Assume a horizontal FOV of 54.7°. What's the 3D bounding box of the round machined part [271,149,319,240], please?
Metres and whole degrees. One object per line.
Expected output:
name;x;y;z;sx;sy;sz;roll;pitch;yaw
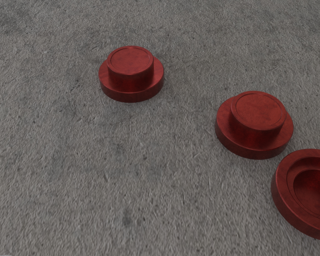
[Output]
round machined part;0.169;0.074;0.331;0.099;0.042;0.098;0;50;0

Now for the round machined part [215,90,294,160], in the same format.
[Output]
round machined part;0.123;-0.011;0.402;0.099;0.042;0.098;0;50;0

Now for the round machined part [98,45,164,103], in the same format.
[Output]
round machined part;-0.043;-0.087;0.465;0.099;0.042;0.098;0;50;0
